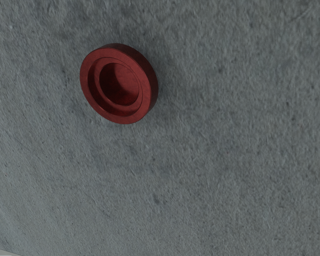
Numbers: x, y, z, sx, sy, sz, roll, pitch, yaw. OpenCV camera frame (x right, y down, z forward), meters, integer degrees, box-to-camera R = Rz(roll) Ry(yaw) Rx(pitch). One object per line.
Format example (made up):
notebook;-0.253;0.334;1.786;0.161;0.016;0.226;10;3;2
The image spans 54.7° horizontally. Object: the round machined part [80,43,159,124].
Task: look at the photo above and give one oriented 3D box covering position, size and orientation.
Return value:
round machined part;-0.046;-0.057;0.383;0.098;0.042;0.097;13;124;20
